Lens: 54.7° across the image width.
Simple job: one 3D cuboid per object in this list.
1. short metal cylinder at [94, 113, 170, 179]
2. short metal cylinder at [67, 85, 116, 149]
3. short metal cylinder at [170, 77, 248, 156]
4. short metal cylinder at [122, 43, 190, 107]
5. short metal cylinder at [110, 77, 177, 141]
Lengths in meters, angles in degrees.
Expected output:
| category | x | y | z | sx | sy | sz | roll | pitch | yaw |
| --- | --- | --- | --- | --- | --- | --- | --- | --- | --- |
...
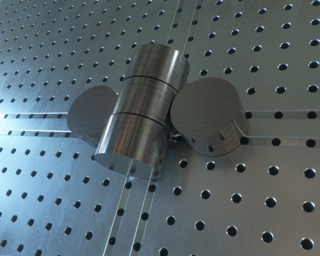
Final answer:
| category | x | y | z | sx | sy | sz | roll | pitch | yaw |
| --- | --- | --- | --- | --- | --- | --- | --- | --- | --- |
| short metal cylinder | -0.033 | 0.024 | 0.373 | 0.080 | 0.080 | 0.050 | 1 | 63 | 28 |
| short metal cylinder | -0.084 | -0.014 | 0.442 | 0.080 | 0.050 | 0.080 | -13 | 56 | 20 |
| short metal cylinder | 0.059 | -0.013 | 0.367 | 0.080 | 0.050 | 0.080 | -13 | 56 | 20 |
| short metal cylinder | -0.005 | -0.067 | 0.414 | 0.080 | 0.080 | 0.050 | 3 | 63 | 29 |
| short metal cylinder | -0.018 | -0.021 | 0.393 | 0.080 | 0.080 | 0.050 | 2 | 63 | 29 |
